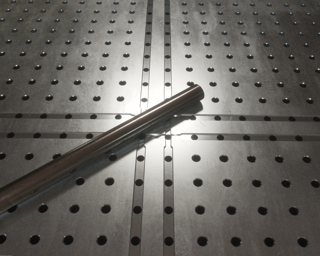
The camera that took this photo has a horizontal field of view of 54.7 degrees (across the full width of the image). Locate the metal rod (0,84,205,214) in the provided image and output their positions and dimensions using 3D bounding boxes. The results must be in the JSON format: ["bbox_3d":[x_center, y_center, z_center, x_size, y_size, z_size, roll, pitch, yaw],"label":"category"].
[{"bbox_3d":[-0.064,0.016,0.392,0.302,0.025,0.025,-30,56,-23],"label":"metal rod"}]
